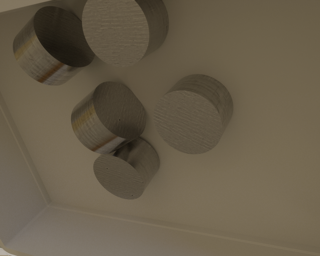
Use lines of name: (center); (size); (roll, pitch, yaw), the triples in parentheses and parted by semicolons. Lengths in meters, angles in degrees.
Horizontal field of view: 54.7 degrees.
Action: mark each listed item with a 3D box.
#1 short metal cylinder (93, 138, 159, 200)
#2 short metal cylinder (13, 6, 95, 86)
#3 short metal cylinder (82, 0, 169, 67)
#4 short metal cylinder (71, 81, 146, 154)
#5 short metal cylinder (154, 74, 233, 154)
short metal cylinder: (-0.048, 0.056, 0.448); (0.080, 0.050, 0.079); (14, 128, 19)
short metal cylinder: (-0.127, -0.098, 0.377); (0.050, 0.080, 0.080); (-26, 105, 37)
short metal cylinder: (-0.037, -0.113, 0.341); (0.080, 0.050, 0.079); (13, 124, 20)
short metal cylinder: (-0.065, -0.013, 0.398); (0.050, 0.080, 0.080); (-32, 101, 37)
short metal cylinder: (0.040, -0.016, 0.361); (0.080, 0.050, 0.079); (13, 124, 20)
